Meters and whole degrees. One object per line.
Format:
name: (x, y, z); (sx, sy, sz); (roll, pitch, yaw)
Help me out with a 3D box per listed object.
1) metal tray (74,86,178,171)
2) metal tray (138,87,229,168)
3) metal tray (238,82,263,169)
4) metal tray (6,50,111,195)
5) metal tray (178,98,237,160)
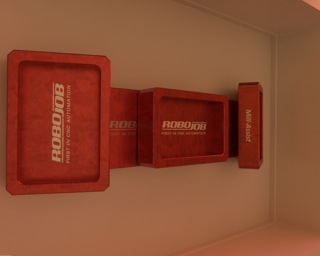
metal tray: (-0.036, 0.000, 0.373); (0.131, 0.030, 0.089); (0, 90, -40)
metal tray: (0.034, 0.000, 0.390); (0.131, 0.030, 0.089); (1, 89, -40)
metal tray: (0.148, -0.004, 0.500); (0.090, 0.030, 0.129); (0, 90, -68)
metal tray: (-0.095, -0.005, 0.298); (0.091, 0.030, 0.129); (1, 90, -15)
metal tray: (0.065, 0.001, 0.456); (0.131, 0.030, 0.089); (0, 90, -40)
